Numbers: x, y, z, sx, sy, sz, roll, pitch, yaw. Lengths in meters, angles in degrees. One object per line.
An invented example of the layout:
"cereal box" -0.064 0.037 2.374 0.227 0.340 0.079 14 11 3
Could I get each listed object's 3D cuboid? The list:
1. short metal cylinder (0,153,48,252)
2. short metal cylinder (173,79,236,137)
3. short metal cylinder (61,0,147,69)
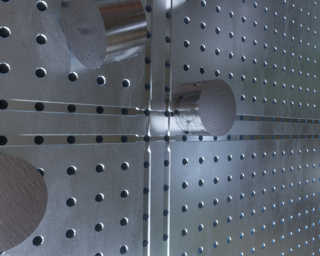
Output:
"short metal cylinder" -0.147 0.061 0.269 0.081 0.050 0.079 0 90 -40
"short metal cylinder" 0.065 -0.028 0.447 0.081 0.050 0.079 0 90 -40
"short metal cylinder" -0.059 -0.107 0.323 0.050 0.080 0.080 -28 108 -37
